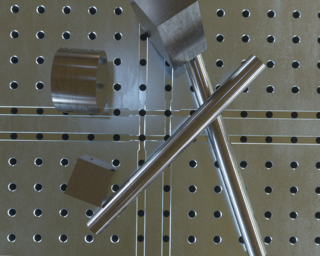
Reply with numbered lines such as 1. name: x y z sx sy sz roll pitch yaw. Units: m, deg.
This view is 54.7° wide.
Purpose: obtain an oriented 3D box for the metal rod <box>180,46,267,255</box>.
1. metal rod: 0.084 0.027 0.414 0.025 0.025 0.298 -18 90 0

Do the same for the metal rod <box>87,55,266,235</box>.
1. metal rod: 0.016 0.026 0.396 0.025 0.025 0.300 44 96 -1

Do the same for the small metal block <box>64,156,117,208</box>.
1. small metal block: -0.091 0.070 0.412 0.050 0.025 0.050 22 90 -1

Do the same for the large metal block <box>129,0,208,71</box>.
1. large metal block: 0.009 -0.130 0.372 0.050 0.080 0.080 -34 62 0

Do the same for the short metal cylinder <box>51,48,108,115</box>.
1. short metal cylinder: -0.096 -0.057 0.385 0.050 0.080 0.079 4 90 0
